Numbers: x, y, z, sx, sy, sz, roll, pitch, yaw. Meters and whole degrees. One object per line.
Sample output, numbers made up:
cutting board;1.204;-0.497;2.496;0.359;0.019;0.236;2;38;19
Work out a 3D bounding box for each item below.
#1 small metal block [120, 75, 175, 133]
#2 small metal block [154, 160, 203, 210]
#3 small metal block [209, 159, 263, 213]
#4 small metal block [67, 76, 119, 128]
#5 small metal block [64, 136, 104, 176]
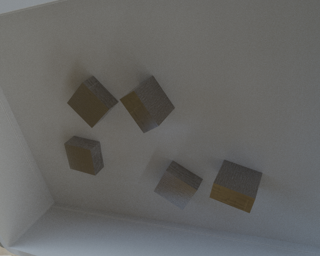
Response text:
small metal block;-0.014;-0.030;0.382;0.025;0.050;0.050;-26;104;37
small metal block;0.026;0.083;0.446;0.050;0.025;0.050;32;129;7
small metal block;0.095;0.071;0.386;0.050;0.050;0.025;19;126;17
small metal block;-0.095;-0.036;0.437;0.050;0.025;0.050;46;129;-5
small metal block;-0.122;0.044;0.501;0.050;0.025;0.050;11;123;22
